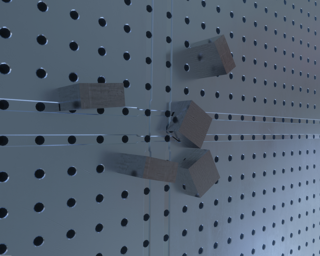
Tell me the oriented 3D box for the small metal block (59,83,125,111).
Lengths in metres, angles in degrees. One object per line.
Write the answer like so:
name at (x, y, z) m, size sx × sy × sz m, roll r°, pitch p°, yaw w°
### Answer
small metal block at (-0.073, -0.033, 0.331) m, size 0.050 × 0.050 × 0.025 m, roll -7°, pitch 95°, yaw -40°

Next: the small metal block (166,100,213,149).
small metal block at (0.043, -0.005, 0.444) m, size 0.050 × 0.025 × 0.050 m, roll 37°, pitch 67°, yaw -34°

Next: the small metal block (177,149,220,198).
small metal block at (0.057, 0.066, 0.456) m, size 0.050 × 0.025 × 0.050 m, roll -36°, pitch 112°, yaw -34°

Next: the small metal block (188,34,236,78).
small metal block at (0.076, -0.104, 0.455) m, size 0.025 × 0.050 × 0.050 m, roll -41°, pitch 115°, yaw -32°

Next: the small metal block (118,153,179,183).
small metal block at (-0.014, 0.049, 0.380) m, size 0.050 × 0.050 × 0.025 m, roll 16°, pitch 80°, yaw -39°
